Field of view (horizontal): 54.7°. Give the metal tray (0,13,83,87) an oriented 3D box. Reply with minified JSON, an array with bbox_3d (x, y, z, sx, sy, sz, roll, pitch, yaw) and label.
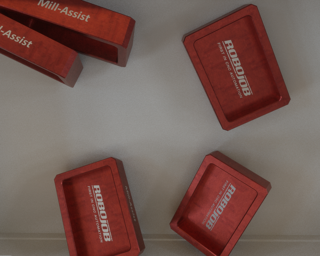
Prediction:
[{"bbox_3d":[-0.153,-0.091,0.339,0.131,0.090,0.030,26,86,-9],"label":"metal tray"}]

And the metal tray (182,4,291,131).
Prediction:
[{"bbox_3d":[0.094,-0.072,0.382,0.090,0.030,0.130,-25,108,8],"label":"metal tray"}]

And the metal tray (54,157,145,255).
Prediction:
[{"bbox_3d":[-0.081,0.114,0.413,0.090,0.030,0.129,-19,76,6],"label":"metal tray"}]

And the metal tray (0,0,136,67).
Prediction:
[{"bbox_3d":[-0.095,-0.108,0.333,0.131,0.090,0.030,17,86,-7],"label":"metal tray"}]

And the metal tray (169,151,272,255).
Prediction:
[{"bbox_3d":[0.080,0.108,0.426,0.090,0.030,0.129,32,110,22],"label":"metal tray"}]
